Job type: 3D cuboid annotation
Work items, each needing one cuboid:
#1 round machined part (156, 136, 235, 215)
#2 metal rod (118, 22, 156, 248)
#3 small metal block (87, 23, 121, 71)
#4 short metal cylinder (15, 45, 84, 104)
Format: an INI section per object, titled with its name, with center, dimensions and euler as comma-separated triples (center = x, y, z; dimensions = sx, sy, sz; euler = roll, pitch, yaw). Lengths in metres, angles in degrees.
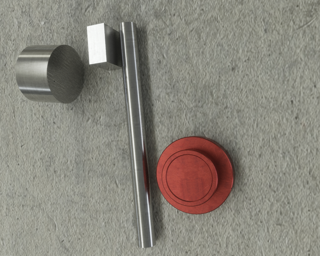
[round machined part]
center = 0.041, 0.059, 0.385
dimensions = 0.098, 0.042, 0.097
euler = 0, 90, 20
[metal rod]
center = -0.031, 0.008, 0.419
dimensions = 0.025, 0.025, 0.298
euler = -6, 88, 20
[small metal block]
center = -0.073, -0.108, 0.421
dimensions = 0.025, 0.050, 0.050
euler = -5, 89, 20
[short metal cylinder]
center = -0.151, -0.075, 0.433
dimensions = 0.050, 0.080, 0.079
euler = 5, 92, 20
